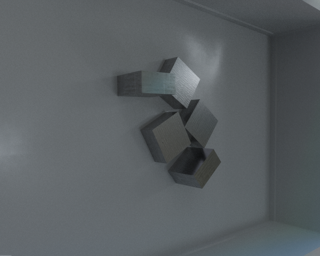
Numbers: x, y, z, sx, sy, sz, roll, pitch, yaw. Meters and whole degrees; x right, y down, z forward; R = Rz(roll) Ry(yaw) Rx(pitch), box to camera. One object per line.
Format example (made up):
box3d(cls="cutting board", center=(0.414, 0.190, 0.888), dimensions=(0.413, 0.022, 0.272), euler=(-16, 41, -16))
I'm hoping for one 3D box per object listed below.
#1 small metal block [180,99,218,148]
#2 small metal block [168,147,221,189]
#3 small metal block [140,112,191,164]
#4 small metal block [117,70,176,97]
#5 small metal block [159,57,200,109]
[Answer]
box3d(cls="small metal block", center=(0.052, -0.006, 0.450), dimensions=(0.050, 0.025, 0.050), euler=(45, 63, -31))
box3d(cls="small metal block", center=(0.048, 0.054, 0.430), dimensions=(0.050, 0.050, 0.025), euler=(-48, 119, -29))
box3d(cls="small metal block", center=(0.009, 0.012, 0.414), dimensions=(0.050, 0.025, 0.050), euler=(-36, 112, -34))
box3d(cls="small metal block", center=(-0.017, -0.052, 0.376), dimensions=(0.050, 0.050, 0.025), euler=(-3, 92, -40))
box3d(cls="small metal block", center=(0.022, -0.060, 0.425), dimensions=(0.050, 0.025, 0.050), euler=(38, 67, -33))
